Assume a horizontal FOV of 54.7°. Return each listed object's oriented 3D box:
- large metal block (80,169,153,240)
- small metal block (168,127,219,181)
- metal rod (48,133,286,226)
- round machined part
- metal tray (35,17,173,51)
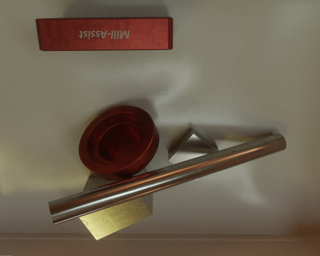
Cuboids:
[{"bbox_3d":[-0.057,0.089,0.414,0.080,0.080,0.050,-27,109,9],"label":"large metal block"},{"bbox_3d":[0.047,0.036,0.425,0.050,0.025,0.050,38,105,-13],"label":"small metal block"},{"bbox_3d":[0.026,0.054,0.371,0.302,0.025,0.025,-14,112,-20],"label":"metal rod"},{"bbox_3d":[-0.047,0.023,0.388,0.098,0.098,0.042,-20,139,6],"label":"round machined part"},{"bbox_3d":[-0.053,-0.104,0.337,0.131,0.090,0.030,-1,110,0],"label":"metal tray"}]
